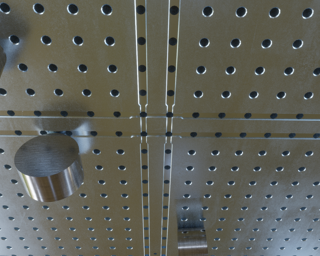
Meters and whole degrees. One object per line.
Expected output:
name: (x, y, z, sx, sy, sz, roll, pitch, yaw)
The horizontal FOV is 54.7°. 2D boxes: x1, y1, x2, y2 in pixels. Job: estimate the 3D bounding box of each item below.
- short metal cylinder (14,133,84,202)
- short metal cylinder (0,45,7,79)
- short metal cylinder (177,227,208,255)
short metal cylinder: (-0.147, 0.052, 0.418, 0.081, 0.080, 0.050, 1, 130, -1)
short metal cylinder: (-0.209, -0.064, 0.319, 0.080, 0.080, 0.050, 26, 125, -21)
short metal cylinder: (0.060, 0.225, 0.568, 0.050, 0.080, 0.080, -4, 130, 3)
